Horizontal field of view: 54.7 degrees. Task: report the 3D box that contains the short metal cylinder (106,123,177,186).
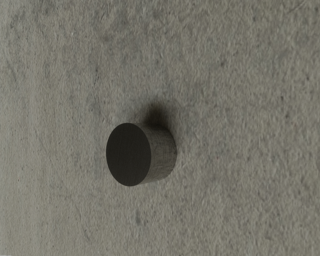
[{"bbox_3d":[-0.025,0.033,0.407,0.080,0.050,0.079,0,90,39],"label":"short metal cylinder"}]
